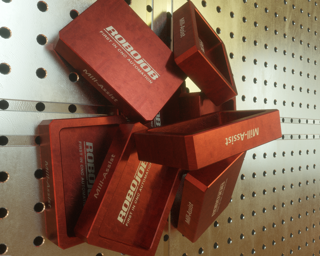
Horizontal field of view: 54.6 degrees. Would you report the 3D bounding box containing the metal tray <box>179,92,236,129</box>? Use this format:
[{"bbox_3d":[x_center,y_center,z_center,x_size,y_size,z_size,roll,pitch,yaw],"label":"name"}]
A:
[{"bbox_3d":[0.074,-0.005,0.442,0.131,0.030,0.090,-8,96,-57],"label":"metal tray"}]

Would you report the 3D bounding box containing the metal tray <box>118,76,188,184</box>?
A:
[{"bbox_3d":[-0.003,0.000,0.402,0.091,0.030,0.129,-6,92,-41],"label":"metal tray"}]

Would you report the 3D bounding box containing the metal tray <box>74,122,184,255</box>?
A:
[{"bbox_3d":[-0.026,0.069,0.344,0.090,0.030,0.130,33,70,-35],"label":"metal tray"}]

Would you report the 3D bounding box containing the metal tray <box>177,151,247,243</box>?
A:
[{"bbox_3d":[0.068,0.087,0.418,0.091,0.030,0.129,-36,145,-34],"label":"metal tray"}]

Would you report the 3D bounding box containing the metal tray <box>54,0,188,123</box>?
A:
[{"bbox_3d":[-0.039,-0.077,0.351,0.130,0.030,0.090,44,63,-14],"label":"metal tray"}]

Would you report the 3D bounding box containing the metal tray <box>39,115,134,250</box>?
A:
[{"bbox_3d":[-0.078,0.053,0.340,0.091,0.030,0.129,-6,93,-40],"label":"metal tray"}]

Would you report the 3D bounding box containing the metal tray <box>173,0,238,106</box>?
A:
[{"bbox_3d":[0.057,-0.101,0.408,0.090,0.030,0.130,40,33,-32],"label":"metal tray"}]

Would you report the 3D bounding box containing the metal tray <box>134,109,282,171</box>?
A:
[{"bbox_3d":[0.051,0.007,0.324,0.131,0.090,0.030,-14,99,-35],"label":"metal tray"}]
